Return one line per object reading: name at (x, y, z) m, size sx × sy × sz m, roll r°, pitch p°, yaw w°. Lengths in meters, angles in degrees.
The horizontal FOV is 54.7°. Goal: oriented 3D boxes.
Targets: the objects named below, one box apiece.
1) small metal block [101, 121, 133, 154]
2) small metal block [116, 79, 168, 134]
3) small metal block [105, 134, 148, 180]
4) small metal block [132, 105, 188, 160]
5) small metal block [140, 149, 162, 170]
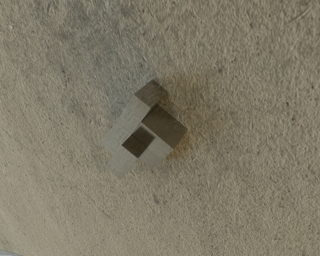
small metal block at (-0.046, 0.003, 0.416) m, size 0.025 × 0.050 × 0.050 m, roll 40°, pitch 129°, yaw 1°
small metal block at (-0.022, -0.027, 0.385) m, size 0.025 × 0.050 × 0.050 m, roll 40°, pitch 129°, yaw 1°
small metal block at (-0.037, 0.031, 0.397) m, size 0.025 × 0.050 × 0.050 m, roll 40°, pitch 129°, yaw 1°
small metal block at (0.001, 0.005, 0.393) m, size 0.050 × 0.050 × 0.025 m, roll 40°, pitch 129°, yaw 0°
small metal block at (-0.011, 0.021, 0.426) m, size 0.050 × 0.025 × 0.050 m, roll 40°, pitch 129°, yaw 0°
